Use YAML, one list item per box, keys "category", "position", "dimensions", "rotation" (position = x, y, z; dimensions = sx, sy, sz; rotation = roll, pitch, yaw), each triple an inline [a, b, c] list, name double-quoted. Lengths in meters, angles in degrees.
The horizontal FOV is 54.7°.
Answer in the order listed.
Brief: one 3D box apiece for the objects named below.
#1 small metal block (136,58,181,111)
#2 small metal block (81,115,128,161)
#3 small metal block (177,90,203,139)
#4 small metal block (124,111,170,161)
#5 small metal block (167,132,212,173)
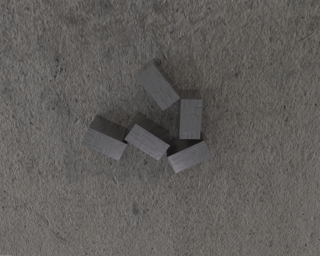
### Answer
- category: "small metal block"
  position: [-0.002, -0.054, 0.376]
  dimensions: [0.025, 0.050, 0.050]
  rotation: [-37, 106, 12]
- category: "small metal block"
  position: [-0.068, 0.011, 0.400]
  dimensions: [0.050, 0.050, 0.025]
  rotation: [25, 108, -9]
- category: "small metal block"
  position: [0.036, -0.018, 0.390]
  dimensions: [0.025, 0.050, 0.050]
  rotation: [1, 110, 0]
- category: "small metal block"
  position: [-0.015, 0.009, 0.400]
  dimensions: [0.050, 0.050, 0.025]
  rotation: [33, 107, -12]
- category: "small metal block"
  position: [0.037, 0.027, 0.407]
  dimensions: [0.050, 0.050, 0.025]
  rotation: [-25, 108, 9]
